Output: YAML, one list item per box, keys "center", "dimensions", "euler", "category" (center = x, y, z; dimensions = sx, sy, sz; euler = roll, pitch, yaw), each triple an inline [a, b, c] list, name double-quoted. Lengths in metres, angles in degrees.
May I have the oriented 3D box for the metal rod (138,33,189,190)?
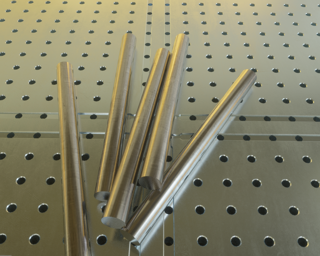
- center: [0.014, -0.047, 0.432]
  dimensions: [0.025, 0.025, 0.300]
  euler: [8, 46, 6]
  category: "metal rod"

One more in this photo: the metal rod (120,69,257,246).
- center: [0.053, 0.016, 0.394]
  dimensions: [0.025, 0.025, 0.301]
  euler: [27, 55, 21]
  category: "metal rod"

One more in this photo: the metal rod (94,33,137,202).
- center: [-0.057, -0.039, 0.439]
  dimensions: [0.025, 0.025, 0.300]
  euler: [1, 50, 1]
  category: "metal rod"

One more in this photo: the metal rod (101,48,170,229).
- center: [-0.020, -0.014, 0.407]
  dimensions: [0.025, 0.025, 0.300]
  euler: [8, 47, 6]
  category: "metal rod"

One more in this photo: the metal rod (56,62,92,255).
- center: [-0.113, 0.018, 0.390]
  dimensions: [0.025, 0.025, 0.300]
  euler: [-10, 51, -9]
  category: "metal rod"
